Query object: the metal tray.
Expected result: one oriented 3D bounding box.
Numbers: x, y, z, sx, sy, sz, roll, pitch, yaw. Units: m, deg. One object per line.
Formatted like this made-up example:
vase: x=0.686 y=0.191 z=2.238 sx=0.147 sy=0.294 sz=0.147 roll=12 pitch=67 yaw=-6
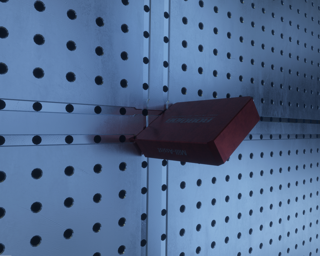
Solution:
metal tray: x=0.042 y=0.001 z=0.378 sx=0.090 sy=0.130 sz=0.030 roll=-42 pitch=116 yaw=-32
